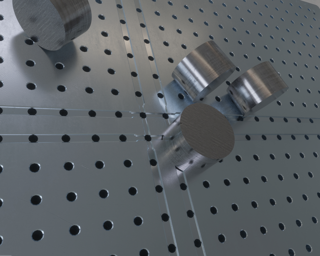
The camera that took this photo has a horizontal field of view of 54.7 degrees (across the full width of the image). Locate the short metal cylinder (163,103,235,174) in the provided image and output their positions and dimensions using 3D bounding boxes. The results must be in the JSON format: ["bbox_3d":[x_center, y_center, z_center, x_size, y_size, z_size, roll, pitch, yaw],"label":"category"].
[{"bbox_3d":[0.051,0.014,0.410,0.081,0.050,0.080,14,56,-21],"label":"short metal cylinder"}]

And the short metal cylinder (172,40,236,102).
[{"bbox_3d":[0.064,-0.082,0.457,0.081,0.080,0.050,-31,80,-38],"label":"short metal cylinder"}]

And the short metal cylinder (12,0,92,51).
[{"bbox_3d":[-0.134,-0.145,0.389,0.080,0.080,0.050,39,51,-2],"label":"short metal cylinder"}]

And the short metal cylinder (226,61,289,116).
[{"bbox_3d":[0.154,-0.061,0.493,0.081,0.080,0.050,-21,73,-36],"label":"short metal cylinder"}]
